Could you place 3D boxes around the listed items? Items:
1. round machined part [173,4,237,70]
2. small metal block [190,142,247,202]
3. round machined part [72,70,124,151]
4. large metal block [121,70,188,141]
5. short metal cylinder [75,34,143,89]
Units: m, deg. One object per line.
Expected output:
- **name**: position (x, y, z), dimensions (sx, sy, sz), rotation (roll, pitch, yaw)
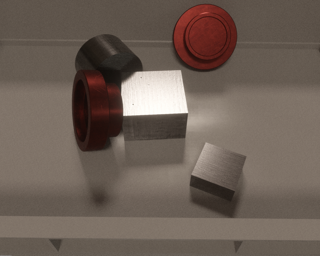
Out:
- **round machined part**: position (0.069, -0.138, 0.472), dimensions (0.099, 0.097, 0.042), rotation (-2, 13, -2)
- **small metal block**: position (0.068, 0.051, 0.363), dimensions (0.050, 0.025, 0.050), rotation (19, 52, 15)
- **round machined part**: position (-0.076, -0.022, 0.378), dimensions (0.042, 0.097, 0.098), rotation (-3, 48, -27)
- **large metal block**: position (-0.009, -0.031, 0.415), dimensions (0.081, 0.050, 0.080), rotation (-3, 50, -3)
- **short metal cylinder**: position (-0.072, -0.085, 0.440), dimensions (0.081, 0.080, 0.050), rotation (-27, 55, -21)
